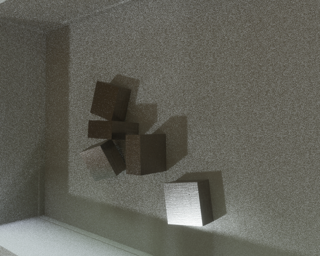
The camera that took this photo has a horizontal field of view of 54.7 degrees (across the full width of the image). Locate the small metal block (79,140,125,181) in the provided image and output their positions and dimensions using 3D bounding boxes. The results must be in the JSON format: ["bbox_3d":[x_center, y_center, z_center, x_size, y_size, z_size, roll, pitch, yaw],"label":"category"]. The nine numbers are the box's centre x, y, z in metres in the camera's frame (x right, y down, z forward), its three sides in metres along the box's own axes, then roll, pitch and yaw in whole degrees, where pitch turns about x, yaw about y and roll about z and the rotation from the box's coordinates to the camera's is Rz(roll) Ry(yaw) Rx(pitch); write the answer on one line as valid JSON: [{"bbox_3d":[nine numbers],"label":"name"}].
[{"bbox_3d":[-0.085,0.048,0.463,0.050,0.025,0.050,-19,101,38],"label":"small metal block"}]

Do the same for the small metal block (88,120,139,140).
[{"bbox_3d":[-0.067,0.003,0.442,0.050,0.050,0.025,2,89,39],"label":"small metal block"}]

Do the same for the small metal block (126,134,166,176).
[{"bbox_3d":[-0.017,0.033,0.403,0.025,0.050,0.050,-1,89,40],"label":"small metal block"}]

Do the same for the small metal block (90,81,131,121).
[{"bbox_3d":[-0.075,-0.040,0.465,0.050,0.025,0.050,21,101,37],"label":"small metal block"}]

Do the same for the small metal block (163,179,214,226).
[{"bbox_3d":[0.034,0.090,0.377,0.050,0.025,0.050,-11,83,39],"label":"small metal block"}]
